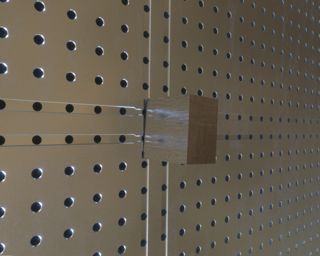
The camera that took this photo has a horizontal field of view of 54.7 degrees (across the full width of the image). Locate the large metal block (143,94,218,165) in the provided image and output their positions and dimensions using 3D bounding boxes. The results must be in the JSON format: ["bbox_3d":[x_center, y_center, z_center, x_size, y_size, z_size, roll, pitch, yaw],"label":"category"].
[{"bbox_3d":[0.025,0.002,0.395,0.050,0.080,0.080,4,87,-40],"label":"large metal block"}]
